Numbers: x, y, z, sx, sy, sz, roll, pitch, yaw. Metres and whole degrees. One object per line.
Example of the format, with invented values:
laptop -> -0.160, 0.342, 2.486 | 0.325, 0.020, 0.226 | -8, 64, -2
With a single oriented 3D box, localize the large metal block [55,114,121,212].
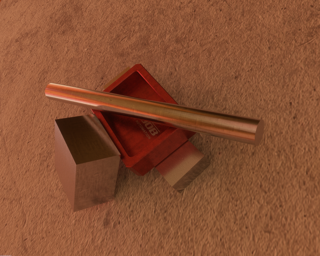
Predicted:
large metal block -> -0.093, 0.041, 0.381 | 0.050, 0.079, 0.080 | -11, 43, -30

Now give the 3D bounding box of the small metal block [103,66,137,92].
small metal block -> -0.050, -0.057, 0.465 | 0.050, 0.025, 0.050 | -39, 51, 2

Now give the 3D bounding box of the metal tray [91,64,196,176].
metal tray -> -0.026, -0.015, 0.391 | 0.090, 0.030, 0.130 | -39, 51, 1

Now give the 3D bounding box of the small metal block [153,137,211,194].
small metal block -> 0.023, 0.040, 0.368 | 0.050, 0.025, 0.050 | -43, 51, -2

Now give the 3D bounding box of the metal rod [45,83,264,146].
metal rod -> -0.032, -0.024, 0.365 | 0.300, 0.025, 0.025 | 13, 68, 33
